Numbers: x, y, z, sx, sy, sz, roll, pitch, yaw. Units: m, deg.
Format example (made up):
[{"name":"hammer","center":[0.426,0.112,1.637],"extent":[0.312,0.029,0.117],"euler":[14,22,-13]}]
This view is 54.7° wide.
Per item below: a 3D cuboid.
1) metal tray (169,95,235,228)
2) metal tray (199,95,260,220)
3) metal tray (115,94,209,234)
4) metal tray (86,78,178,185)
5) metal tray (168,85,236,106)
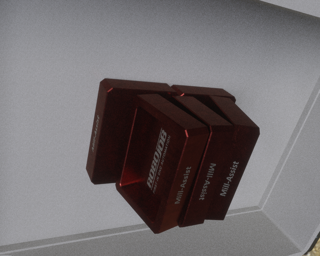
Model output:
[{"name":"metal tray","center":[0.031,0.037,0.364],"extent":[0.030,0.090,0.129],"euler":[0,117,-28]},{"name":"metal tray","center":[0.068,0.036,0.382],"extent":[0.030,0.090,0.129],"euler":[7,116,-16]},{"name":"metal tray","center":[-0.004,0.038,0.343],"extent":[0.030,0.090,0.129],"euler":[-8,123,-40]},{"name":"metal tray","center":[-0.036,0.007,0.387],"extent":[0.091,0.030,0.129],"euler":[0,118,-29]},{"name":"metal tray","center":[0.043,0.008,0.432],"extent":[0.091,0.030,0.129],"euler":[0,118,-29]}]
